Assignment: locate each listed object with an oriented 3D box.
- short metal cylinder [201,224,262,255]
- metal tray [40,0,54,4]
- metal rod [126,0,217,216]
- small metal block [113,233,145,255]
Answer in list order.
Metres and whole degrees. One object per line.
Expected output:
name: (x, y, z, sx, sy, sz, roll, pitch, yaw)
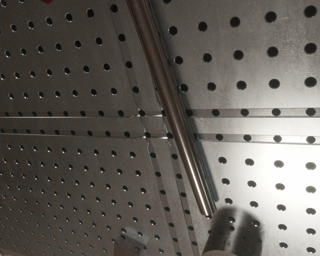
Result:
short metal cylinder: (0.105, 0.190, 0.456, 0.080, 0.050, 0.079, 13, 124, 20)
metal tray: (-0.087, -0.193, 0.301, 0.130, 0.030, 0.090, -17, 72, 34)
metal rod: (0.022, -0.013, 0.390, 0.025, 0.025, 0.298, -6, 116, 31)
small metal block: (-0.059, 0.233, 0.585, 0.050, 0.025, 0.050, 21, 126, 15)
